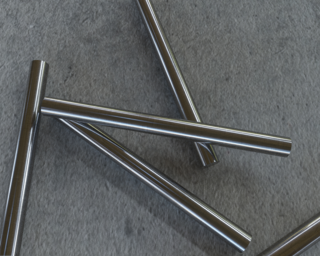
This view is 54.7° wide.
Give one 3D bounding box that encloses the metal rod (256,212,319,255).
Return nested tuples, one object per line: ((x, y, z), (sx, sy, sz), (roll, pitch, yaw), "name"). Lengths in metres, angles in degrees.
((0.090, 0.172, 0.346), (0.302, 0.025, 0.025), (-29, 73, -11), "metal rod")

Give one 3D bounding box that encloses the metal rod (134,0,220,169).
((0.015, -0.086, 0.439), (0.025, 0.025, 0.299), (-18, 71, -7), "metal rod")

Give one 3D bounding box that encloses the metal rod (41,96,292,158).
((0.005, -0.002, 0.381), (0.302, 0.025, 0.025), (10, 70, 3), "metal rod")

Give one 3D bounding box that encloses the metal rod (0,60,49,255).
((-0.172, 0.051, 0.387), (0.025, 0.025, 0.299), (1, 70, 0), "metal rod")

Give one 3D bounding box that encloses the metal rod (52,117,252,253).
((-0.023, 0.053, 0.388), (0.301, 0.025, 0.025), (34, 73, 11), "metal rod")
